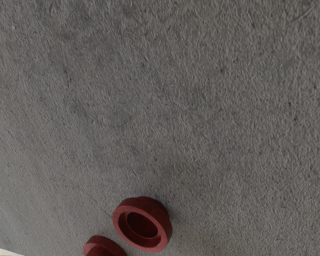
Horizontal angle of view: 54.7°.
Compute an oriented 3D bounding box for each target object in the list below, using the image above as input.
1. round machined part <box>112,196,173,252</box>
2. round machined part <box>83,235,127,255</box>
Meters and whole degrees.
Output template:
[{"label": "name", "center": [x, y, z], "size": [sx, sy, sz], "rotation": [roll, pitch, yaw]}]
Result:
[{"label": "round machined part", "center": [-0.024, 0.150, 0.501], "size": [0.098, 0.042, 0.097], "rotation": [13, 124, 21]}, {"label": "round machined part", "center": [-0.115, 0.267, 0.622], "size": [0.098, 0.042, 0.097], "rotation": [13, 124, 21]}]
